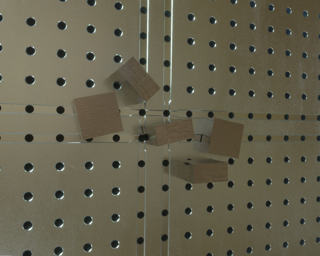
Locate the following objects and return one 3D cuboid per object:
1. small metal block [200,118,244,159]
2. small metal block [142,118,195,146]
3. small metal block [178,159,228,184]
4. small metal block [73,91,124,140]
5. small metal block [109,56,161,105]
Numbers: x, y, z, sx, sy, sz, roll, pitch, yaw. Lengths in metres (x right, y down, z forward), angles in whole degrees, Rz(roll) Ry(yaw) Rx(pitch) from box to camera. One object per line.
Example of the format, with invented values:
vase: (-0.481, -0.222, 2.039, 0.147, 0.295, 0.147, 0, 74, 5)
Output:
small metal block: (0.089, 0.015, 0.447, 0.050, 0.025, 0.050, 12, 86, -20)
small metal block: (0.010, 0.005, 0.404, 0.050, 0.050, 0.025, -12, 95, -20)
small metal block: (0.057, 0.058, 0.422, 0.050, 0.050, 0.025, 0, 91, -20)
small metal block: (-0.077, -0.015, 0.385, 0.050, 0.025, 0.050, -13, 95, -20)
small metal block: (-0.033, -0.058, 0.388, 0.025, 0.050, 0.050, -46, 105, -14)
